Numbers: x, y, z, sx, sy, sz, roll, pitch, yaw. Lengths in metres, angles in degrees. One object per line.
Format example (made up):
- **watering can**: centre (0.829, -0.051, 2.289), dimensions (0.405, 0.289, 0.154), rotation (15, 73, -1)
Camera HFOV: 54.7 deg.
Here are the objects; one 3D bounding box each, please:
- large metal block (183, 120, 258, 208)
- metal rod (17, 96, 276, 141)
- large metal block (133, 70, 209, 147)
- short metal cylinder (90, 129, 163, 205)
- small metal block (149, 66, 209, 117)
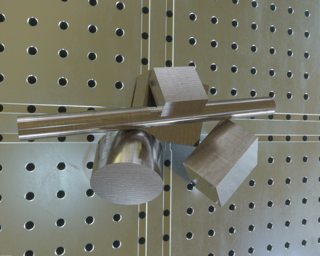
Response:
- **large metal block**: centre (0.082, 0.046, 0.403), dimensions (0.080, 0.050, 0.080), rotation (-47, 148, -14)
- **metal rod**: centre (0.002, -0.014, 0.357), dimensions (0.303, 0.025, 0.025), rotation (-6, 92, -20)
- **large metal block**: centre (0.009, -0.023, 0.399), dimensions (0.081, 0.050, 0.080), rotation (11, 86, -20)
- **short metal cylinder**: centre (-0.037, 0.046, 0.360), dimensions (0.080, 0.080, 0.050), rotation (21, 41, -19)
- **small metal block**: centre (0.020, -0.042, 0.350), dimensions (0.050, 0.025, 0.050), rotation (-6, 57, -20)
